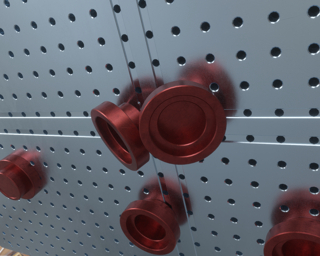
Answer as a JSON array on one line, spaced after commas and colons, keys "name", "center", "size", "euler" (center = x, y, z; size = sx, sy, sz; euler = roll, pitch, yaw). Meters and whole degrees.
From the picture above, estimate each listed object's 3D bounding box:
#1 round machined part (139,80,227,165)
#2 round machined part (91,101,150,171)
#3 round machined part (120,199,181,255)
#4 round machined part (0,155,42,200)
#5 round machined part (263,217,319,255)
[{"name": "round machined part", "center": [0.025, -0.009, 0.365], "size": [0.099, 0.042, 0.097], "euler": [-1, 114, -3]}, {"name": "round machined part", "center": [-0.045, 0.006, 0.410], "size": [0.098, 0.042, 0.098], "euler": [42, 155, 25]}, {"name": "round machined part", "center": [-0.012, 0.154, 0.503], "size": [0.098, 0.042, 0.097], "euler": [13, 124, 21]}, {"name": "round machined part", "center": [-0.290, 0.105, 0.620], "size": [0.098, 0.042, 0.097], "euler": [13, 124, 21]}, {"name": "round machined part", "center": [0.187, 0.154, 0.397], "size": [0.098, 0.042, 0.097], "euler": [13, 124, 21]}]
